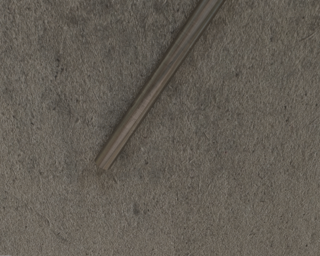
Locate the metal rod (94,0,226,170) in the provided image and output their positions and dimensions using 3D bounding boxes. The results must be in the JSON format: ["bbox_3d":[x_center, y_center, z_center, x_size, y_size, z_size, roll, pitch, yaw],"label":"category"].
[{"bbox_3d":[0.004,-0.068,0.384,0.025,0.025,0.299,32,107,-11],"label":"metal rod"}]
